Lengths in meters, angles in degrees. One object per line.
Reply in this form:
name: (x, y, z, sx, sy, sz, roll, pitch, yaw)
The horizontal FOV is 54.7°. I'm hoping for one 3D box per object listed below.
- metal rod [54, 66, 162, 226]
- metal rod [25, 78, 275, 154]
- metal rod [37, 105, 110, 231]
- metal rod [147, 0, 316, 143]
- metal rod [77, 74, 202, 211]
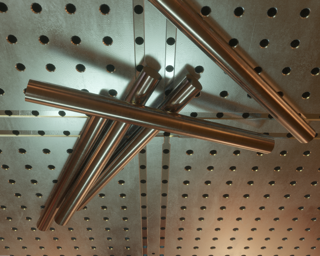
metal rod: (-0.084, 0.042, 0.431, 0.025, 0.025, 0.298, 24, 121, -20)
metal rod: (0.003, -0.009, 0.368, 0.302, 0.025, 0.025, 12, 129, -16)
metal rod: (-0.138, 0.074, 0.472, 0.025, 0.025, 0.298, 22, 127, -18)
metal rod: (0.090, -0.067, 0.355, 0.301, 0.025, 0.025, 35, 122, -27)
metal rod: (-0.050, 0.037, 0.442, 0.025, 0.025, 0.299, 30, 124, -23)
